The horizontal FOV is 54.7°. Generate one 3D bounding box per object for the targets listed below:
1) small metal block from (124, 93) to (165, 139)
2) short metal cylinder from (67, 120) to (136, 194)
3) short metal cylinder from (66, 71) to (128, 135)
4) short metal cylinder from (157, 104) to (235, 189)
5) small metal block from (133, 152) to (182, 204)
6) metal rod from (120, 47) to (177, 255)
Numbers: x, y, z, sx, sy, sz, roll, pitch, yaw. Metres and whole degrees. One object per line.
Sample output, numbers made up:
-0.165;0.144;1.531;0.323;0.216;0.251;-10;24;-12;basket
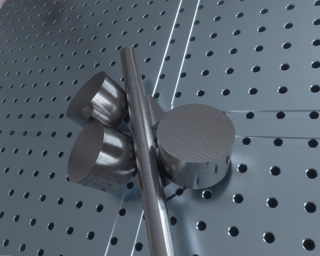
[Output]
-0.017;-0.011;0.420;0.050;0.025;0.050;-37;51;3;small metal block
-0.072;0.036;0.386;0.080;0.050;0.080;-31;45;38;short metal cylinder
-0.085;-0.033;0.434;0.080;0.050;0.080;-34;33;26;short metal cylinder
0.038;0.019;0.339;0.080;0.050;0.080;-2;49;2;short metal cylinder
-0.002;0.057;0.370;0.050;0.025;0.050;-35;51;5;small metal block
-0.022;0.006;0.378;0.025;0.025;0.299;-23;53;14;metal rod
